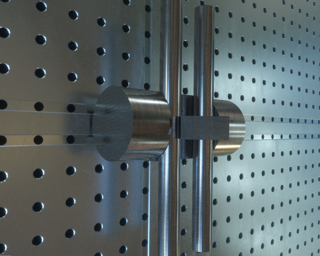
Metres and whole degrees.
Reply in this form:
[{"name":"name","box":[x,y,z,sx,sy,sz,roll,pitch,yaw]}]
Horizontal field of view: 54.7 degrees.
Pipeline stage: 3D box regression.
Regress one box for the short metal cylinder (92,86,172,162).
[{"name":"short metal cylinder","box":[-0.033,-0.004,0.342,0.050,0.080,0.079,2,89,-40]}]

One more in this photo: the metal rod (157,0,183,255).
[{"name":"metal rod","box":[0.011,0.002,0.350,0.025,0.025,0.298,1,89,-40]}]

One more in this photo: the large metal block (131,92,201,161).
[{"name":"large metal block","box":[0.008,-0.002,0.395,0.081,0.050,0.079,1,90,-40]}]

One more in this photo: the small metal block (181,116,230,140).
[{"name":"small metal block","box":[0.049,0.000,0.348,0.050,0.050,0.025,1,90,4]}]

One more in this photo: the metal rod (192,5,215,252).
[{"name":"metal rod","box":[0.054,0.000,0.385,0.025,0.025,0.298,1,89,-40]}]

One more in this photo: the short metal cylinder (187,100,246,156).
[{"name":"short metal cylinder","box":[0.069,0.000,0.426,0.050,0.080,0.079,1,90,-39]}]
